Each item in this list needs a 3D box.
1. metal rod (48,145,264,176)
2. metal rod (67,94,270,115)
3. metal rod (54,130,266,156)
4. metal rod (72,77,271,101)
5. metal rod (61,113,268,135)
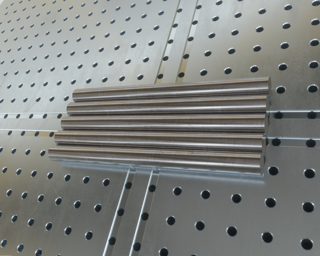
[{"bbox_3d":[-0.025,0.038,0.397,0.300,0.025,0.025,0,62,27],"label":"metal rod"},{"bbox_3d":[-0.008,-0.028,0.428,0.300,0.025,0.025,1,62,28],"label":"metal rod"},{"bbox_3d":[-0.020,0.017,0.407,0.300,0.025,0.025,1,62,28],"label":"metal rod"},{"bbox_3d":[-0.002,-0.050,0.439,0.300,0.025,0.025,1,62,28],"label":"metal rod"},{"bbox_3d":[-0.014,-0.005,0.417,0.300,0.025,0.025,1,62,28],"label":"metal rod"}]
